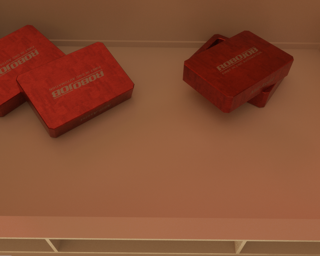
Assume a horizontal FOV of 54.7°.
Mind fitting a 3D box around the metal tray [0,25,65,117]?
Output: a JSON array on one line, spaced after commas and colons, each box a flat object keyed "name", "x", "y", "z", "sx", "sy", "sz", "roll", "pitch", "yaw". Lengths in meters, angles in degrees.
[{"name": "metal tray", "x": -0.211, "y": -0.087, "z": 0.454, "sx": 0.090, "sy": 0.030, "sz": 0.131, "roll": 42, "pitch": 59, "yaw": 6}]

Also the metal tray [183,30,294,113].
[{"name": "metal tray", "x": 0.109, "y": -0.083, "z": 0.434, "sx": 0.131, "sy": 0.030, "sz": 0.090, "roll": -31, "pitch": 57, "yaw": -24}]

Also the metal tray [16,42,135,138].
[{"name": "metal tray", "x": -0.113, "y": -0.056, "z": 0.428, "sx": 0.131, "sy": 0.030, "sz": 0.090, "roll": -32, "pitch": 77, "yaw": -24}]

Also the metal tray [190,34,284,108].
[{"name": "metal tray", "x": 0.120, "y": -0.093, "z": 0.481, "sx": 0.130, "sy": 0.030, "sz": 0.090, "roll": 28, "pitch": 55, "yaw": 21}]
